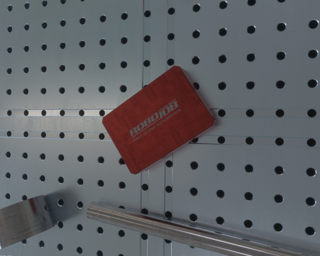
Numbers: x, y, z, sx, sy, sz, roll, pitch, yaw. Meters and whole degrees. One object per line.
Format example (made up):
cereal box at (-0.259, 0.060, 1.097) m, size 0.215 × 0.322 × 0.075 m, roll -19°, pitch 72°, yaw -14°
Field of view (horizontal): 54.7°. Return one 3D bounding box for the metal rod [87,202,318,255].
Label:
metal rod at (0.042, 0.138, 0.397) m, size 0.301 × 0.025 × 0.025 m, roll 8°, pitch 93°, yaw 19°

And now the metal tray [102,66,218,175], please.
metal tray at (-0.002, -0.009, 0.411) m, size 0.130 × 0.030 × 0.090 m, roll -34°, pitch 79°, yaw 16°

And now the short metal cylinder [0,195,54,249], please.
short metal cylinder at (-0.204, 0.137, 0.455) m, size 0.080 × 0.080 × 0.050 m, roll -24°, pitch 82°, yaw 18°
